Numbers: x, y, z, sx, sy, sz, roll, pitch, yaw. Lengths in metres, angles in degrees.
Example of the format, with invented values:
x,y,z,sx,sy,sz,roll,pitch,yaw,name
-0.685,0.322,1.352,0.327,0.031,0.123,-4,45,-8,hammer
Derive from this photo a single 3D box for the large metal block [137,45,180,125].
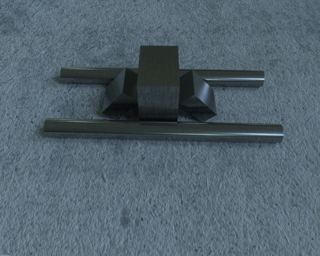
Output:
x,y,z,sx,sy,sz,roll,pitch,yaw,name
-0.002,-0.054,0.417,0.050,0.080,0.080,1,50,0,large metal block

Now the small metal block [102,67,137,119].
x,y,z,sx,sy,sz,roll,pitch,yaw,name
-0.053,-0.046,0.425,0.025,0.050,0.050,28,43,-29,small metal block

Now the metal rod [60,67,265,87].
x,y,z,sx,sy,sz,roll,pitch,yaw,name
0.004,-0.078,0.470,0.302,0.025,0.025,1,50,0,metal rod

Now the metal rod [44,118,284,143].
x,y,z,sx,sy,sz,roll,pitch,yaw,name
0.004,0.003,0.402,0.302,0.025,0.025,1,50,0,metal rod

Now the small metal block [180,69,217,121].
x,y,z,sx,sy,sz,roll,pitch,yaw,name
0.051,-0.043,0.424,0.025,0.050,0.050,-30,41,31,small metal block
